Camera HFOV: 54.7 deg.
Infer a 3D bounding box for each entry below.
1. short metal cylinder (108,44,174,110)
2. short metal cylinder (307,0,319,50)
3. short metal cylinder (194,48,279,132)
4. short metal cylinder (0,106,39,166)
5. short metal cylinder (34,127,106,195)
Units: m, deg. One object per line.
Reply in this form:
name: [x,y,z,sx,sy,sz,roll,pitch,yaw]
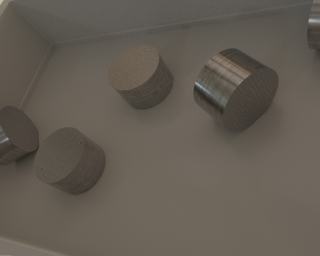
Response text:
short metal cylinder: [-0.027,-0.073,0.448,0.080,0.050,0.080,-13,56,20]
short metal cylinder: [0.202,-0.125,0.341,0.050,0.080,0.080,18,71,35]
short metal cylinder: [0.086,-0.043,0.351,0.080,0.080,0.050,-43,51,-1]
short metal cylinder: [-0.238,0.012,0.485,0.050,0.080,0.080,-28,53,11]
short metal cylinder: [-0.123,0.046,0.424,0.080,0.050,0.080,-13,56,20]
